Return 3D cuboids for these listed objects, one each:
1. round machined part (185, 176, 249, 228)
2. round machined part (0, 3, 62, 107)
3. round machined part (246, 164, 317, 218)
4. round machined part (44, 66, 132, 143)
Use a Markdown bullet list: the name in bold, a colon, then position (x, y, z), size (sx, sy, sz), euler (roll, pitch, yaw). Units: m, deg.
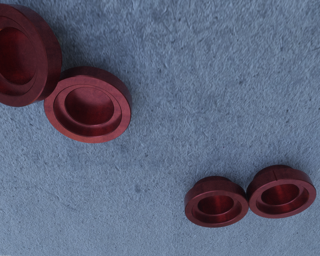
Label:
- **round machined part**: position (0.088, 0.114, 0.493), size (0.099, 0.042, 0.097), euler (0, 130, 0)
- **round machined part**: position (-0.140, -0.073, 0.314), size (0.098, 0.042, 0.097), euler (7, 110, 20)
- **round machined part**: position (0.182, 0.094, 0.478), size (0.099, 0.042, 0.097), euler (0, 130, 0)
- **round machined part**: position (-0.082, -0.031, 0.369), size (0.099, 0.042, 0.097), euler (0, 130, 0)
